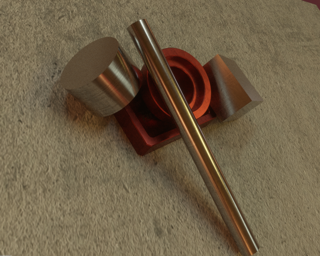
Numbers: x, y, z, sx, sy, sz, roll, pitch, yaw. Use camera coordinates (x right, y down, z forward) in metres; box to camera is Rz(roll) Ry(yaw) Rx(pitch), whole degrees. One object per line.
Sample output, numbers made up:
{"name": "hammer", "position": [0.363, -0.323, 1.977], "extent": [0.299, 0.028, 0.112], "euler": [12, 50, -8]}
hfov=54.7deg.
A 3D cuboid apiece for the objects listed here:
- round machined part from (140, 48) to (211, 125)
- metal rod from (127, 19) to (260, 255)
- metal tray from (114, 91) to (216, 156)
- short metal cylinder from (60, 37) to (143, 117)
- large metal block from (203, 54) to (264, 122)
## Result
{"name": "round machined part", "position": [0.016, -0.051, 0.404], "extent": [0.099, 0.042, 0.098], "euler": [10, 72, -31]}
{"name": "metal rod", "position": [0.041, 0.015, 0.364], "extent": [0.025, 0.025, 0.299], "euler": [-31, 96, -38]}
{"name": "metal tray", "position": [0.006, -0.027, 0.423], "extent": [0.131, 0.030, 0.090], "euler": [-23, 74, -36]}
{"name": "short metal cylinder", "position": [-0.068, -0.060, 0.363], "extent": [0.050, 0.080, 0.080], "euler": [50, 39, -42]}
{"name": "large metal block", "position": [0.102, -0.058, 0.460], "extent": [0.080, 0.050, 0.080], "euler": [58, 27, 13]}
